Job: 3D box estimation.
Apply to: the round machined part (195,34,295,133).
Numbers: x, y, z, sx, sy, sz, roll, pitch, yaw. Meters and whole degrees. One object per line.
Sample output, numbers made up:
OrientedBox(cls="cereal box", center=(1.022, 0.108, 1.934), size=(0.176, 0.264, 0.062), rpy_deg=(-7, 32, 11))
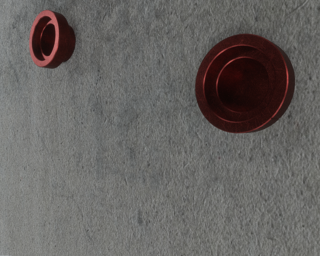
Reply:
OrientedBox(cls="round machined part", center=(0.089, -0.043, 0.320), size=(0.098, 0.042, 0.097), rpy_deg=(0, 90, 40))

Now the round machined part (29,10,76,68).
OrientedBox(cls="round machined part", center=(-0.187, -0.154, 0.549), size=(0.098, 0.042, 0.097), rpy_deg=(0, 90, 40))
